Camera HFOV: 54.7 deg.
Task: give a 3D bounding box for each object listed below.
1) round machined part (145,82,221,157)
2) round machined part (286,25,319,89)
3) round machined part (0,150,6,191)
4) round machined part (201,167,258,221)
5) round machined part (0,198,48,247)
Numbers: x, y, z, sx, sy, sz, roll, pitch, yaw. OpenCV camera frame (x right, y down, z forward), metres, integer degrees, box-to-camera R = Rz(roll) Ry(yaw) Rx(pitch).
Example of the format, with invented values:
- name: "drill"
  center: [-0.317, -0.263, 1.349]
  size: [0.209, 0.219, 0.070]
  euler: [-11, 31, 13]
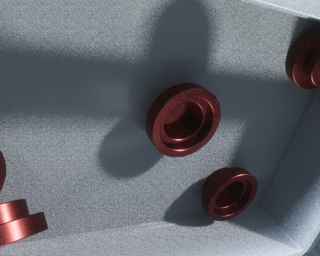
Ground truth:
- name: "round machined part"
  center: [0.026, -0.014, 0.403]
  size: [0.099, 0.042, 0.097]
  euler: [-14, 124, -21]
- name: "round machined part"
  center: [0.242, -0.099, 0.457]
  size: [0.099, 0.042, 0.097]
  euler: [-10, 128, -12]
- name: "round machined part"
  center: [-0.207, 0.042, 0.298]
  size: [0.099, 0.042, 0.097]
  euler: [-20, 119, -39]
- name: "round machined part"
  center: [0.112, 0.106, 0.524]
  size: [0.099, 0.042, 0.097]
  euler: [-14, 124, -21]
- name: "round machined part"
  center: [-0.181, 0.110, 0.345]
  size: [0.099, 0.042, 0.098]
  euler: [-19, 170, -3]
